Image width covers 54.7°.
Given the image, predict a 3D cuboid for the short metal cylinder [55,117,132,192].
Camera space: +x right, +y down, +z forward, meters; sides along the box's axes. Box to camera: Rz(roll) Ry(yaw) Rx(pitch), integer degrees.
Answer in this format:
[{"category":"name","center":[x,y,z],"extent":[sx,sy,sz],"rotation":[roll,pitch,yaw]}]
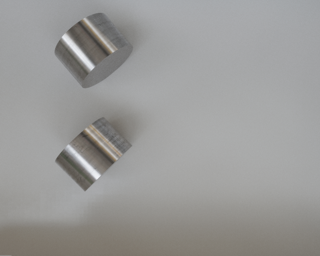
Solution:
[{"category":"short metal cylinder","center":[-0.081,0.032,0.383],"extent":[0.080,0.080,0.050],"rotation":[-45,91,0]}]

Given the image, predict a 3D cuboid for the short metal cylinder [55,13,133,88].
[{"category":"short metal cylinder","center":[-0.080,-0.094,0.383],"extent":[0.080,0.080,0.050],"rotation":[-40,90,0]}]
